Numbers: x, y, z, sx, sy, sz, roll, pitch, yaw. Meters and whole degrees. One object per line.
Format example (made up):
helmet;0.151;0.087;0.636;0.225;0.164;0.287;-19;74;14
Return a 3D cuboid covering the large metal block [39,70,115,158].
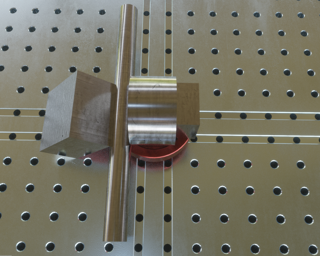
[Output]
large metal block;-0.102;-0.013;0.380;0.050;0.080;0.080;18;64;-38

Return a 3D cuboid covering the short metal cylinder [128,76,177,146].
short metal cylinder;-0.008;-0.020;0.358;0.050;0.080;0.080;1;70;0

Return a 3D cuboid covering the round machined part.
round machined part;-0.008;-0.003;0.402;0.099;0.042;0.098;0;70;-1

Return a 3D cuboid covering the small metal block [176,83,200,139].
small metal block;0.030;-0.019;0.361;0.025;0.050;0.050;1;70;0

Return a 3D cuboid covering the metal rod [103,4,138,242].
metal rod;-0.045;-0.022;0.375;0.025;0.025;0.299;1;70;0
